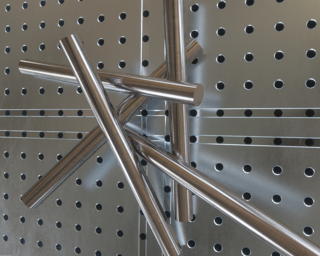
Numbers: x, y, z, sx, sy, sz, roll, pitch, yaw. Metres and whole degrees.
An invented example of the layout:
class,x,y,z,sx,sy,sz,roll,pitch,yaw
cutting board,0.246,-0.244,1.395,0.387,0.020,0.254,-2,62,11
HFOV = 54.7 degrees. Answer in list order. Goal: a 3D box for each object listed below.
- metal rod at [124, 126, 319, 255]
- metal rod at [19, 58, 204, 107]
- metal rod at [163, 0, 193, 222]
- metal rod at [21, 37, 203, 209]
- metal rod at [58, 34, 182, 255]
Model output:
class,x,y,z,sx,sy,sz,roll,pitch,yaw
metal rod,0.036,0.058,0.348,0.300,0.025,0.025,30,100,37
metal rod,-0.084,-0.066,0.410,0.300,0.025,0.025,14,95,30
metal rod,0.022,-0.031,0.380,0.025,0.025,0.298,0,99,19
metal rod,-0.063,-0.005,0.403,0.300,0.025,0.025,-43,77,2
metal rod,-0.044,0.030,0.383,0.025,0.025,0.299,-22,100,18
